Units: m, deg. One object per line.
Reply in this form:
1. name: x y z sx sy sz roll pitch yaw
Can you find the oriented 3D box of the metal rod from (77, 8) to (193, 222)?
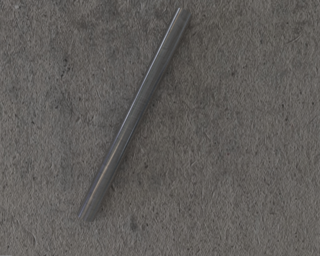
1. metal rod: -0.033 -0.017 0.409 0.025 0.025 0.299 26 90 0
